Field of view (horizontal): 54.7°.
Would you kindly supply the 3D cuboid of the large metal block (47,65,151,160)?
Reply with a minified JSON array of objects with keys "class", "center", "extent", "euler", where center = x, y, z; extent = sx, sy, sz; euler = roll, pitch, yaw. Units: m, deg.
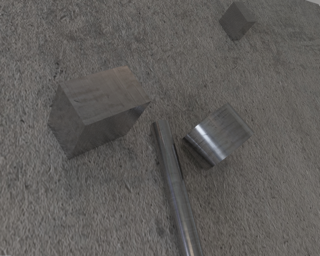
[{"class":"large metal block","center":[-0.069,-0.017,0.342],"extent":[0.081,0.080,0.050],"euler":[-25,75,-37]}]

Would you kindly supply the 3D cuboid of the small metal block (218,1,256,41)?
[{"class":"small metal block","center":[0.146,-0.203,0.591],"extent":[0.025,0.050,0.050],"euler":[-15,70,-34]}]

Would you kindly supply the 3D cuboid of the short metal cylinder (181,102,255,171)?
[{"class":"short metal cylinder","center":[0.074,0.011,0.401],"extent":[0.081,0.080,0.050],"euler":[-33,81,-38]}]

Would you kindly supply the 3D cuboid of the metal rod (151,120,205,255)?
[{"class":"metal rod","center":[0.033,0.127,0.343],"extent":[0.025,0.025,0.299],"euler":[0,62,-28]}]
